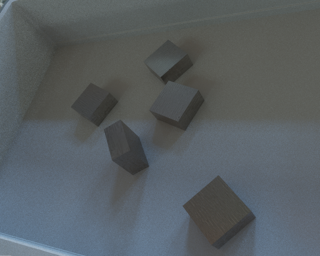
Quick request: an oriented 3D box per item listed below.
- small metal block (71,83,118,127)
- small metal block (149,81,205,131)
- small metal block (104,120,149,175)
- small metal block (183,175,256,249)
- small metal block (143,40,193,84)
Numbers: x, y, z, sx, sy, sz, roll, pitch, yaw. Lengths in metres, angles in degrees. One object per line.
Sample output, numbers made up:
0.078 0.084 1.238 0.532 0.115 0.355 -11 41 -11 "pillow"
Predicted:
-0.102 -0.037 0.482 0.050 0.025 0.050 29 78 37 "small metal block"
0.022 -0.031 0.413 0.050 0.025 0.050 23 74 36 "small metal block"
-0.043 0.025 0.397 0.025 0.050 0.050 -30 52 9 "small metal block"
0.061 0.087 0.321 0.050 0.025 0.050 -41 51 0 "small metal block"
0.012 -0.096 0.459 0.050 0.025 0.050 -41 51 0 "small metal block"
